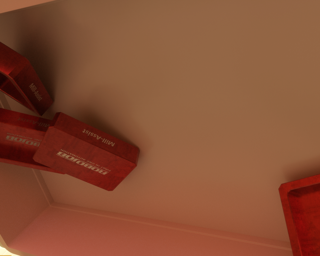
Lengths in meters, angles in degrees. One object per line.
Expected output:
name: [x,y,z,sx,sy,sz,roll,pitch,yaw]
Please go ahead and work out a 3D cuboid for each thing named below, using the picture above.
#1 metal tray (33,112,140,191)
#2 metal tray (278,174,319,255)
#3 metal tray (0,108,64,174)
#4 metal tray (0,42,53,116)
metal tray: [-0.108,0.039,0.456,0.131,0.030,0.090,27,132,-18]
metal tray: [0.183,0.113,0.319,0.030,0.130,0.090,23,143,-39]
metal tray: [-0.202,0.023,0.488,0.131,0.030,0.089,14,130,-16]
metal tray: [-0.207,-0.072,0.427,0.090,0.030,0.130,32,161,6]
